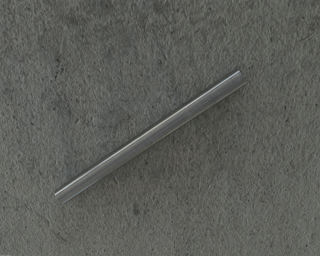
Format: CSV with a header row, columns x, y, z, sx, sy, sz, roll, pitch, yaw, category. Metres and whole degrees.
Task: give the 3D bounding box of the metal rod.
x,y,z,sx,sy,sz,roll,pitch,yaw,category
-0.020,0.016,0.417,0.300,0.025,0.025,-34,107,11,metal rod
